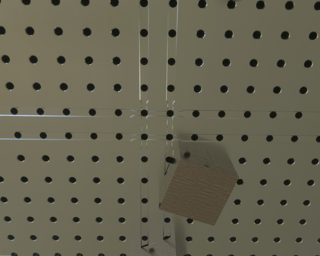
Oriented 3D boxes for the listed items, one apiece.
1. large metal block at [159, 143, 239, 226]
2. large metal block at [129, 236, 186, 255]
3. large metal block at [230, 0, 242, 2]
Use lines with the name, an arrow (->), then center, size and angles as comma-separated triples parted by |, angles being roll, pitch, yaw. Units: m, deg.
large metal block -> 0.050, 0.077, 0.429 | 0.080, 0.050, 0.080 | 19, 109, -7
large metal block -> -0.003, 0.220, 0.465 | 0.080, 0.080, 0.050 | -23, 109, 8
large metal block -> 0.095, -0.194, 0.329 | 0.080, 0.050, 0.080 | -33, 107, 11
